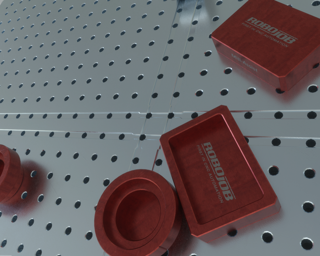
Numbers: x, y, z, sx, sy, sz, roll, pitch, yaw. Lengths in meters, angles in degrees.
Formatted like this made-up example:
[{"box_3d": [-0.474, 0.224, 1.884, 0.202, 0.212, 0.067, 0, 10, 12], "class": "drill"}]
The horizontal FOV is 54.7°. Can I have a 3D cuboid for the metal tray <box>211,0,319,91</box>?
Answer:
[{"box_3d": [0.142, -0.115, 0.401, 0.090, 0.030, 0.130, -42, 51, -1], "class": "metal tray"}]

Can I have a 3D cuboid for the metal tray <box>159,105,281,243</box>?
[{"box_3d": [0.060, 0.046, 0.344, 0.090, 0.030, 0.130, -27, 52, 10], "class": "metal tray"}]

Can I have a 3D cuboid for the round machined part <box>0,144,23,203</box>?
[{"box_3d": [-0.254, 0.078, 0.480, 0.098, 0.042, 0.098, -13, 56, 20], "class": "round machined part"}]

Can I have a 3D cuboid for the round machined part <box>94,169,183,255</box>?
[{"box_3d": [-0.020, 0.099, 0.346, 0.098, 0.042, 0.098, -13, 56, 20], "class": "round machined part"}]
